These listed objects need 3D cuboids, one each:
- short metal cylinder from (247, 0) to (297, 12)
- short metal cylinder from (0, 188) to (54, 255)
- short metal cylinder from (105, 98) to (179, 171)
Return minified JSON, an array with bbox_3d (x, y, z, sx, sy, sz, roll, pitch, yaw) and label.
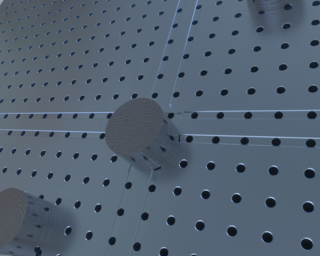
[{"bbox_3d":[0.159,-0.212,0.439,0.080,0.050,0.080,-13,56,20],"label":"short metal cylinder"},{"bbox_3d":[-0.191,0.126,0.413,0.080,0.050,0.080,-13,56,20],"label":"short metal cylinder"},{"bbox_3d":[-0.022,0.008,0.398,0.080,0.050,0.080,-13,56,21],"label":"short metal cylinder"}]
